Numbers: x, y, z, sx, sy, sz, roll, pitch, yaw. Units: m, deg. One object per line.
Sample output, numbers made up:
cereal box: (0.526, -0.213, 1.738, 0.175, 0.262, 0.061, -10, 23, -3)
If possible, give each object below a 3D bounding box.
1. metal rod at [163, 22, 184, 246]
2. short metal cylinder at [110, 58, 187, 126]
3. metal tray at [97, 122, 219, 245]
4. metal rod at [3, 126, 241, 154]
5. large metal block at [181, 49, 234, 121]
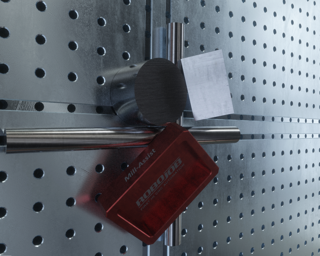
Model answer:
metal rod: (0.019, 0.008, 0.425, 0.025, 0.025, 0.298, 1, 90, -40)
short metal cylinder: (-0.013, -0.042, 0.381, 0.081, 0.050, 0.079, 0, 90, -40)
metal tray: (0.002, 0.068, 0.374, 0.130, 0.030, 0.090, -46, 126, -7)
metal rod: (-0.018, 0.011, 0.372, 0.303, 0.025, 0.025, -1, 91, -33)
large metal block: (0.065, -0.061, 0.421, 0.080, 0.050, 0.080, -58, 136, -73)
